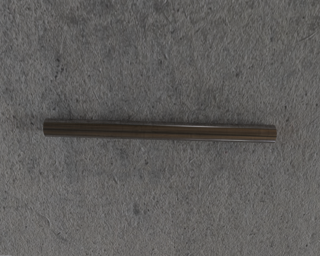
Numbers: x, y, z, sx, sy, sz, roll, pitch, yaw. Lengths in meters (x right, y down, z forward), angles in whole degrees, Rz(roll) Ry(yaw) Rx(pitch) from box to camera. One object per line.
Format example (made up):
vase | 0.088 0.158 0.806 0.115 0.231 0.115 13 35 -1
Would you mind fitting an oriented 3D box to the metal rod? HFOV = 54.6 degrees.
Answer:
metal rod | 0.001 0.004 0.412 0.302 0.025 0.025 2 110 -1
